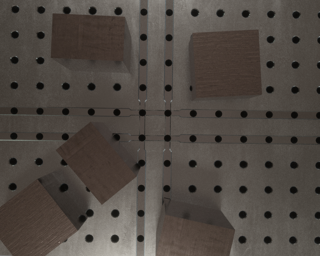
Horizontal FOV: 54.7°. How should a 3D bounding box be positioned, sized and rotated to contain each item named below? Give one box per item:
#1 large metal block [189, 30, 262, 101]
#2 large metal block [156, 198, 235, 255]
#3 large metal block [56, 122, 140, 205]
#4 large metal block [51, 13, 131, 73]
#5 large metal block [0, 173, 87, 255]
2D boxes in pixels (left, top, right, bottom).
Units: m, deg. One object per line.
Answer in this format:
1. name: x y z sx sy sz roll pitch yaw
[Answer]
1. large metal block: 0.082 -0.078 0.402 0.081 0.050 0.079 -3 90 -1
2. large metal block: 0.040 0.130 0.387 0.080 0.080 0.050 13 90 -1
3. large metal block: -0.071 0.039 0.385 0.050 0.080 0.080 -40 91 0
4. large metal block: -0.080 -0.101 0.385 0.081 0.080 0.050 2 90 -1
5. large metal block: -0.156 0.117 0.399 0.080 0.050 0.080 -38 90 0
